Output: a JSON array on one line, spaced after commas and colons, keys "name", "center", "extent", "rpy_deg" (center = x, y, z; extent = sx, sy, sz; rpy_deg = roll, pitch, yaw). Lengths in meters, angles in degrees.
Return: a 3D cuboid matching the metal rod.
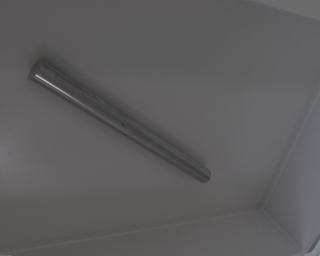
[{"name": "metal rod", "center": [-0.026, 0.009, 0.399], "extent": [0.301, 0.025, 0.025], "rpy_deg": [35, 99, -39]}]
